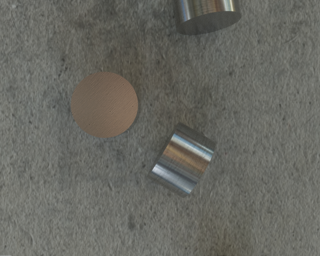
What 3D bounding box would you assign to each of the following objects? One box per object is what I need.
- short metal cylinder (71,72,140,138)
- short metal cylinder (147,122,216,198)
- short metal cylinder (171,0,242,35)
[{"bbox_3d":[-0.067,-0.028,0.397,0.081,0.050,0.079,0,90,-1],"label":"short metal cylinder"},{"bbox_3d":[0.026,0.039,0.383,0.050,0.080,0.080,30,90,0],"label":"short metal cylinder"},{"bbox_3d":[0.056,-0.153,0.383,0.080,0.080,0.050,-10,90,0],"label":"short metal cylinder"}]
